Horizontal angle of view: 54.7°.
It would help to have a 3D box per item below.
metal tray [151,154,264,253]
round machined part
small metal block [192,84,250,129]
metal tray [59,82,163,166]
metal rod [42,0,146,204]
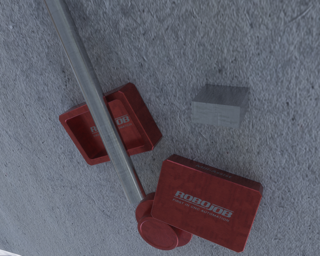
[{"bbox_3d":[0.060,0.098,0.414,0.130,0.030,0.089,18,107,17],"label":"metal tray"},{"bbox_3d":[0.004,0.152,0.487,0.098,0.042,0.097,13,124,20],"label":"round machined part"},{"bbox_3d":[0.067,-0.026,0.339,0.050,0.050,0.025,9,122,23],"label":"small metal block"},{"bbox_3d":[-0.072,-0.001,0.438,0.130,0.030,0.090,-17,110,34],"label":"metal tray"},{"bbox_3d":[-0.084,-0.045,0.384,0.025,0.025,0.299,-17,99,34],"label":"metal rod"}]
